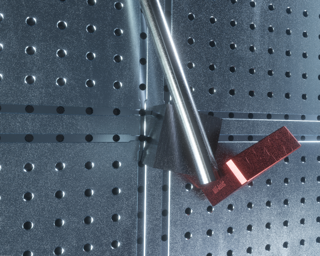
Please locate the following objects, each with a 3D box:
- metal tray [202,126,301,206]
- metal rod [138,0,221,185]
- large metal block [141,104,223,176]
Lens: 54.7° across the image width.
[{"bbox_3d":[0.111,0.054,0.400,0.091,0.129,0.030,-28,71,-18],"label":"metal tray"},{"bbox_3d":[0.013,-0.079,0.379,0.025,0.025,0.299,-15,81,-20],"label":"metal rod"},{"bbox_3d":[0.028,0.018,0.411,0.081,0.050,0.080,14,85,-20],"label":"large metal block"}]
